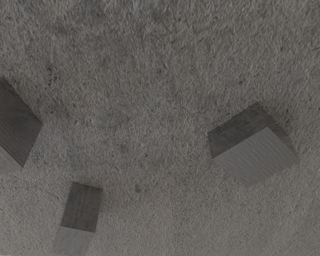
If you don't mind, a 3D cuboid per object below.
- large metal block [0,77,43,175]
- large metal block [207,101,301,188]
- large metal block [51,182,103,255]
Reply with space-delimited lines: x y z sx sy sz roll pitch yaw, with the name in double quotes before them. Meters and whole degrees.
"large metal block" -0.196 -0.001 0.369 0.050 0.080 0.080 -17 128 13
"large metal block" 0.123 0.025 0.413 0.080 0.050 0.080 -36 122 26
"large metal block" -0.131 0.147 0.495 0.050 0.080 0.079 17 128 -14
